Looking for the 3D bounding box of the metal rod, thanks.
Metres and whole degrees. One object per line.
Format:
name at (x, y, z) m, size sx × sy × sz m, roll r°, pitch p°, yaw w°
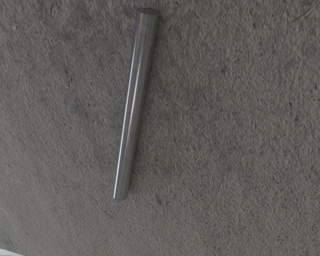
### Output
metal rod at (-0.039, -0.008, 0.422) m, size 0.025 × 0.025 × 0.298 m, roll 23°, pitch 127°, yaw 14°
